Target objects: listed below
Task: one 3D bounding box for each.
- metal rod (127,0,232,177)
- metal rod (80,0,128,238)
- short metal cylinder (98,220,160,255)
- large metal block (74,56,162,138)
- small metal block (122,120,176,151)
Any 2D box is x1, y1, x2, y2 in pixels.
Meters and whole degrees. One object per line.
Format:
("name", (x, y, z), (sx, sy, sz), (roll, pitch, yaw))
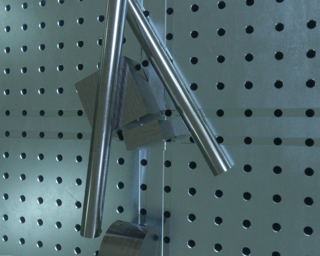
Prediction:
("metal rod", (0.008, -0.075, 0.409), (0.025, 0.025, 0.299), (-31, 80, 17))
("metal rod", (-0.069, -0.014, 0.382), (0.025, 0.025, 0.298), (8, 93, 19))
("short metal cylinder", (-0.038, 0.163, 0.396), (0.050, 0.080, 0.079), (4, 92, 20))
("large metal block", (-0.056, -0.038, 0.418), (0.080, 0.050, 0.080), (-25, 82, 18))
("small metal block", (-0.013, 0.009, 0.403), (0.050, 0.050, 0.025), (-19, 84, 19))
